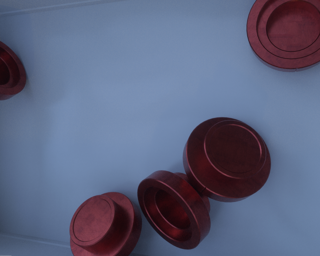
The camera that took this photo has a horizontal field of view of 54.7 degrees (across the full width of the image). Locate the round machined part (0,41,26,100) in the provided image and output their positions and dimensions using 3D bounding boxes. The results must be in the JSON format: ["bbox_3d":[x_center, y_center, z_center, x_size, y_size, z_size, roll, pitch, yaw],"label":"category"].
[{"bbox_3d":[-0.256,-0.085,0.462,0.042,0.098,0.098,-25,82,23],"label":"round machined part"}]

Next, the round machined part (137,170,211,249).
[{"bbox_3d":[0.021,0.093,0.377,0.098,0.042,0.097,27,132,34],"label":"round machined part"}]

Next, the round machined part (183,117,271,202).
[{"bbox_3d":[0.078,0.030,0.347,0.099,0.042,0.098,4,63,-7],"label":"round machined part"}]

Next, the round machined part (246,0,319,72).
[{"bbox_3d":[0.150,-0.111,0.348,0.098,0.042,0.097,0,90,20],"label":"round machined part"}]

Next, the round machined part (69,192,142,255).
[{"bbox_3d":[-0.076,0.126,0.401,0.098,0.042,0.098,-17,45,19],"label":"round machined part"}]
